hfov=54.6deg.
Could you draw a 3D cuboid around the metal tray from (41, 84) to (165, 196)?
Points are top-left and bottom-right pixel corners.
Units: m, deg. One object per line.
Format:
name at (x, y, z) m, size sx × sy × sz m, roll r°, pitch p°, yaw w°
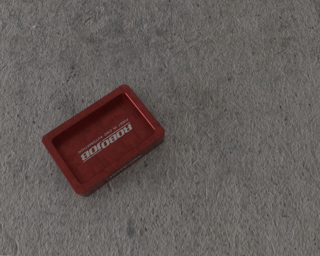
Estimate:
metal tray at (-0.070, 0.014, 0.399) m, size 0.130 × 0.030 × 0.090 m, roll -35°, pitch 74°, yaw -12°
